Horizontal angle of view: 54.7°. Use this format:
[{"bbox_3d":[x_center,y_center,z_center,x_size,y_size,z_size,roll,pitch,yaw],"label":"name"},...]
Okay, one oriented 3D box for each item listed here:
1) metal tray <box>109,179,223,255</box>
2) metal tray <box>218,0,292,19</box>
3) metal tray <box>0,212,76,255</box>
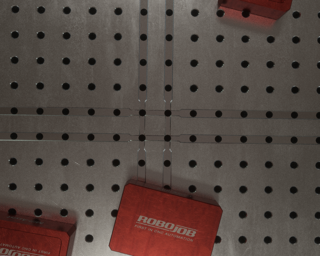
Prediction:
[{"bbox_3d":[0.008,0.129,0.411,0.131,0.030,0.089,15,90,-1],"label":"metal tray"},{"bbox_3d":[0.138,-0.222,0.412,0.091,0.030,0.129,14,90,-1],"label":"metal tray"},{"bbox_3d":[-0.186,0.165,0.408,0.131,0.030,0.089,11,90,-1],"label":"metal tray"}]
